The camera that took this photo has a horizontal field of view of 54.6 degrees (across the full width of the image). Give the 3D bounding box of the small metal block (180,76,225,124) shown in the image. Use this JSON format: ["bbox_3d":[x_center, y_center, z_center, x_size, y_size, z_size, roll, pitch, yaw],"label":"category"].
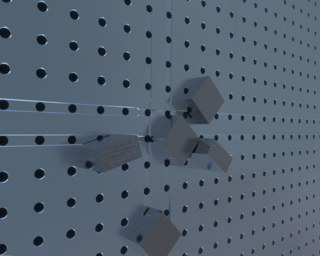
[{"bbox_3d":[0.064,-0.041,0.461,0.050,0.025,0.050,52,60,-27],"label":"small metal block"}]

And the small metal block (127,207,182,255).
[{"bbox_3d":[-0.006,0.141,0.403,0.050,0.025,0.050,-49,119,-28],"label":"small metal block"}]

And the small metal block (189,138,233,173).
[{"bbox_3d":[0.068,0.039,0.448,0.050,0.050,0.025,43,64,-32],"label":"small metal block"}]

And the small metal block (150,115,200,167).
[{"bbox_3d":[0.022,0.017,0.426,0.050,0.025,0.050,51,60,-28],"label":"small metal block"}]

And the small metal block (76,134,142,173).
[{"bbox_3d":[-0.057,0.026,0.344,0.050,0.050,0.025,-20,103,-38],"label":"small metal block"}]
